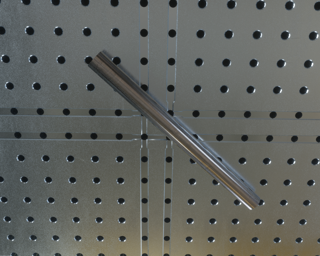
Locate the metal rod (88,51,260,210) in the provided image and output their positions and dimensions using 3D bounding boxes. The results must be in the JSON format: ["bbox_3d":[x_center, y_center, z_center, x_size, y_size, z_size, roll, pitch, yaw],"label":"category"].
[{"bbox_3d":[0.028,0.012,0.417,0.300,0.025,0.025,42,105,-14],"label":"metal rod"}]
